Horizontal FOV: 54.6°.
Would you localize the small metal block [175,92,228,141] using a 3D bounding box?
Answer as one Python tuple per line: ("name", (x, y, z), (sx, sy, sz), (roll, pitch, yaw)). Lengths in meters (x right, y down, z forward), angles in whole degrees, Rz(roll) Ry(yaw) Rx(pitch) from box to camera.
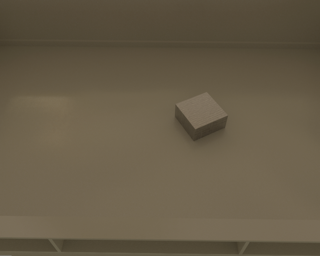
("small metal block", (0.055, -0.016, 0.419), (0.050, 0.025, 0.050), (-22, 54, -18))
